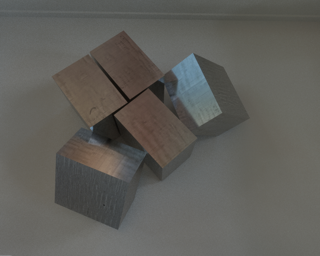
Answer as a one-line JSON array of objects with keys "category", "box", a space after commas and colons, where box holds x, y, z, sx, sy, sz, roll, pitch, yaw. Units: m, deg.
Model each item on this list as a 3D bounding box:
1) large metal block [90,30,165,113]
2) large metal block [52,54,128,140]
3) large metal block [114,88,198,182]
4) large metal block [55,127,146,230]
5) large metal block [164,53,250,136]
[{"category": "large metal block", "box": [-0.039, -0.062, 0.401, 0.050, 0.080, 0.080, -37, 75, -12]}, {"category": "large metal block", "box": [-0.081, -0.031, 0.390, 0.050, 0.080, 0.080, -36, 74, -12]}, {"category": "large metal block", "box": [-0.005, 0.012, 0.374, 0.050, 0.080, 0.080, -40, 75, -13]}, {"category": "large metal block", "box": [-0.068, 0.057, 0.350, 0.080, 0.079, 0.050, 21, 37, 7]}, {"category": "large metal block", "box": [0.058, -0.038, 0.387, 0.050, 0.080, 0.080, -33, 68, 31]}]
